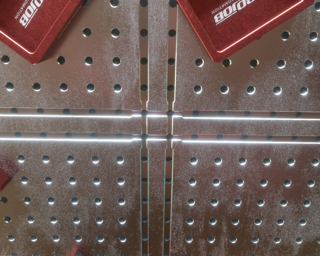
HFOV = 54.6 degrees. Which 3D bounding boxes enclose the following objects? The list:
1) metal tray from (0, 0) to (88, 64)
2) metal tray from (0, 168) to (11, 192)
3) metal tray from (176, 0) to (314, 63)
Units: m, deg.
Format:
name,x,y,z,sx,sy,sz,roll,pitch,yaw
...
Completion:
name,x,y,z,sx,sy,sz,roll,pitch,yaw
metal tray,-0.141,-0.151,0.353,0.090,0.030,0.130,38,106,-13
metal tray,-0.292,0.088,0.440,0.130,0.030,0.090,-41,105,13
metal tray,0.096,-0.148,0.356,0.130,0.030,0.090,-31,107,11
